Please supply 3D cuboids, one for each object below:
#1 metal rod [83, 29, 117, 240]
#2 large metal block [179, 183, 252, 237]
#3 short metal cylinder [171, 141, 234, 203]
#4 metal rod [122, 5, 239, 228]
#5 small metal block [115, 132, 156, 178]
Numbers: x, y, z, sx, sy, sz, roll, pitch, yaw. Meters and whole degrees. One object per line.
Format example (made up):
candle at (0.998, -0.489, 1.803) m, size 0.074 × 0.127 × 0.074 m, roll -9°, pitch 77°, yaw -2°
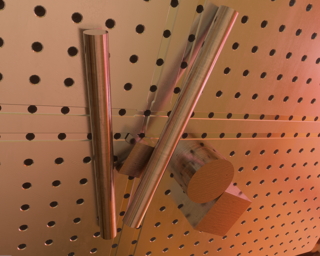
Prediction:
metal rod at (-0.071, 0.030, 0.390) m, size 0.025 × 0.025 × 0.298 m, roll -11°, pitch 123°, yaw -22°
large metal block at (0.095, 0.132, 0.529) m, size 0.080 × 0.050 × 0.080 m, roll 27°, pitch 104°, yaw -38°
short metal cylinder at (0.065, 0.067, 0.472) m, size 0.081 × 0.050 × 0.079 m, roll -14°, pitch 124°, yaw -21°
metal rod at (0.021, -0.007, 0.394) m, size 0.025 × 0.025 × 0.298 m, roll 18°, pitch 101°, yaw -35°
small metal block at (-0.028, 0.039, 0.420) m, size 0.050 × 0.025 × 0.050 m, roll 21°, pitch 107°, yaw -36°
